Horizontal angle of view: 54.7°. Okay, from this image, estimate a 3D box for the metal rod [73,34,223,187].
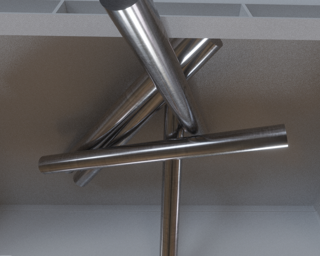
[{"bbox_3d":[-0.035,-0.004,0.384,0.025,0.025,0.299,28,131,-22],"label":"metal rod"}]

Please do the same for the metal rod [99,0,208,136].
[{"bbox_3d":[0.020,-0.025,0.293,0.025,0.025,0.300,-14,159,11],"label":"metal rod"}]

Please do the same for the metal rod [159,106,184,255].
[{"bbox_3d":[0.015,0.082,0.401,0.025,0.025,0.298,1,106,-2],"label":"metal rod"}]

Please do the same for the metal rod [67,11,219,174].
[{"bbox_3d":[-0.047,-0.017,0.360,0.025,0.025,0.299,30,134,-23],"label":"metal rod"}]

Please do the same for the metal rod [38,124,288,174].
[{"bbox_3d":[-0.012,0.029,0.366,0.301,0.025,0.025,-8,130,18],"label":"metal rod"}]
